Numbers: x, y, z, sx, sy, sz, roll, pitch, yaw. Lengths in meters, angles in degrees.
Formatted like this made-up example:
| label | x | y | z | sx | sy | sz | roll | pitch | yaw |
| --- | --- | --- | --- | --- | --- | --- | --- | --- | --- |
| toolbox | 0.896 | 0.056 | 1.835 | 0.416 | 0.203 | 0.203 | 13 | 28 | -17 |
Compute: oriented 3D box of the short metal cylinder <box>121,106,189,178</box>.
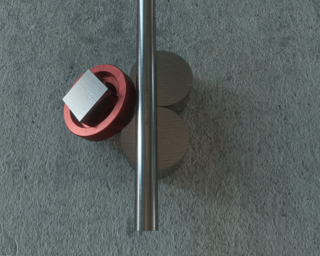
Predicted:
| label | x | y | z | sx | sy | sz | roll | pitch | yaw |
| --- | --- | --- | --- | --- | --- | --- | --- | --- | --- |
| short metal cylinder | -0.006 | 0.019 | 0.388 | 0.081 | 0.050 | 0.080 | 0 | 69 | 0 |

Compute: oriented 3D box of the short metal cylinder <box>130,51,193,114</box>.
| label | x | y | z | sx | sy | sz | roll | pitch | yaw |
| --- | --- | --- | --- | --- | --- | --- | --- | --- | --- |
| short metal cylinder | 0.001 | -0.056 | 0.417 | 0.081 | 0.050 | 0.080 | 0 | 70 | 0 |

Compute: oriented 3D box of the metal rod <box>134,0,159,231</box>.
| label | x | y | z | sx | sy | sz | roll | pitch | yaw |
| --- | --- | --- | --- | --- | --- | --- | --- | --- | --- |
| metal rod | -0.016 | -0.035 | 0.369 | 0.025 | 0.025 | 0.299 | -1 | 70 | 0 |

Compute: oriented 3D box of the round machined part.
| label | x | y | z | sx | sy | sz | roll | pitch | yaw |
| --- | --- | --- | --- | --- | --- | --- | --- | --- | --- |
| round machined part | -0.071 | -0.028 | 0.396 | 0.098 | 0.042 | 0.098 | -12 | 64 | 26 |

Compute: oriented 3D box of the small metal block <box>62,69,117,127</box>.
| label | x | y | z | sx | sy | sz | roll | pitch | yaw |
| --- | --- | --- | --- | --- | --- | --- | --- | --- | --- |
| small metal block | -0.084 | -0.036 | 0.379 | 0.050 | 0.025 | 0.050 | -48 | 54 | 4 |
